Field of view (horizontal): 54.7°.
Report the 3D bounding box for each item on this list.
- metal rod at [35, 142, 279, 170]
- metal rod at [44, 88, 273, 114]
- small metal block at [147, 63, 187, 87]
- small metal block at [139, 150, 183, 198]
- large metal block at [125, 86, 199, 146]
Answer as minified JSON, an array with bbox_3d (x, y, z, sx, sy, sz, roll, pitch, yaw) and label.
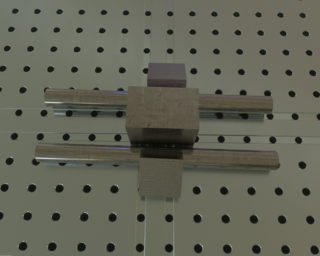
[{"bbox_3d":[-0.004,0.036,0.395,0.302,0.025,0.025,2,70,0],"label":"metal rod"},{"bbox_3d":[-0.002,-0.036,0.420,0.302,0.025,0.025,2,70,0],"label":"metal rod"},{"bbox_3d":[0.009,-0.066,0.420,0.050,0.025,0.050,1,36,0],"label":"small metal block"},{"bbox_3d":[0.001,0.055,0.375,0.050,0.025,0.050,3,108,0],"label":"small metal block"},{"bbox_3d":[0.003,-0.010,0.381,0.081,0.080,0.050,2,70,0],"label":"large metal block"}]
